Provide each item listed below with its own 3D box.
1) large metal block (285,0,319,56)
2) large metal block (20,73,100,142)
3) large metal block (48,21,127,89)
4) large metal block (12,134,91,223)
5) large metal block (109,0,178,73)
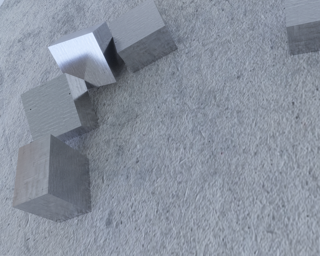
[{"bbox_3d":[0.195,-0.141,0.371,0.080,0.050,0.080,-5,60,26],"label":"large metal block"},{"bbox_3d":[-0.148,-0.025,0.461,0.080,0.050,0.080,-22,81,15],"label":"large metal block"},{"bbox_3d":[-0.111,-0.109,0.485,0.080,0.080,0.050,-10,32,23],"label":"large metal block"},{"bbox_3d":[-0.135,0.067,0.398,0.050,0.080,0.080,-23,53,15],"label":"large metal block"},{"bbox_3d":[-0.027,-0.147,0.493,0.080,0.050,0.080,-27,52,11],"label":"large metal block"}]
